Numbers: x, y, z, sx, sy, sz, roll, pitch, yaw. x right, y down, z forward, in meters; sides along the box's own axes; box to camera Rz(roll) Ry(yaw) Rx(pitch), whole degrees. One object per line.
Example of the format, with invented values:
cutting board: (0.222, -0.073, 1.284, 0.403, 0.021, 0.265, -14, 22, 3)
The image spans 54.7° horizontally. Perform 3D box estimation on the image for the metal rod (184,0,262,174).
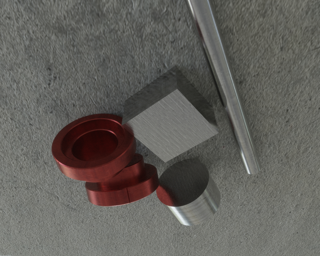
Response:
metal rod: (0.080, -0.046, 0.368, 0.025, 0.025, 0.299, -18, 128, 14)

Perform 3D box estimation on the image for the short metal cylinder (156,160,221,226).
short metal cylinder: (0.042, 0.093, 0.451, 0.080, 0.080, 0.050, -20, 127, 16)

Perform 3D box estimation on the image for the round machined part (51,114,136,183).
round machined part: (-0.078, 0.028, 0.382, 0.099, 0.098, 0.042, -4, 130, 3)

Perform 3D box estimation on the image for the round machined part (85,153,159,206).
round machined part: (-0.053, 0.064, 0.421, 0.098, 0.098, 0.042, -9, 102, 7)

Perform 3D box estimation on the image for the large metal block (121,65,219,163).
large metal block: (0.012, -0.014, 0.378, 0.080, 0.050, 0.080, -32, 124, 24)
